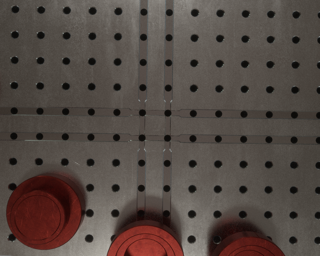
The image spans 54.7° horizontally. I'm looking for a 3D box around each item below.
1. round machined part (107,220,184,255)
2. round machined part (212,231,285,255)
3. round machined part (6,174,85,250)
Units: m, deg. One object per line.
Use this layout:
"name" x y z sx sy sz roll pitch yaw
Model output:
"round machined part" -0.018 0.169 0.405 0.099 0.042 0.097 0 90 -1
"round machined part" 0.114 0.184 0.407 0.099 0.042 0.097 0 90 -1
"round machined part" -0.151 0.111 0.403 0.099 0.042 0.097 0 90 -1
